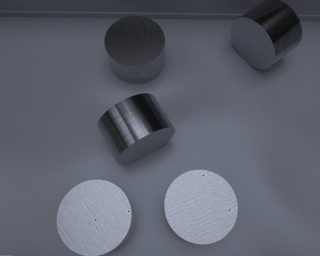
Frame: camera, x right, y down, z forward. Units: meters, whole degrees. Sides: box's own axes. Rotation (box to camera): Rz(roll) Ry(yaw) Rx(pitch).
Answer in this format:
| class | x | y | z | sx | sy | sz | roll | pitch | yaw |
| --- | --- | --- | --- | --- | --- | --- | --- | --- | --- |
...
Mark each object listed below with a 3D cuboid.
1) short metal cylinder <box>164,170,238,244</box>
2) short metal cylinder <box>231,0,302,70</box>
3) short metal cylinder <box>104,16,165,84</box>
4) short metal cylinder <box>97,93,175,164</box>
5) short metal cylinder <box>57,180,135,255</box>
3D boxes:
| class | x | y | z | sx | sy | sz | roll | pitch | yaw |
| --- | --- | --- | --- | --- | --- | --- | --- | --- | --- |
| short metal cylinder | 0.045 | 0.093 | 0.362 | 0.081 | 0.050 | 0.080 | 0 | 70 | 0 |
| short metal cylinder | 0.145 | -0.129 | 0.428 | 0.050 | 0.080 | 0.080 | -37 | 74 | -12 |
| short metal cylinder | -0.034 | -0.109 | 0.436 | 0.081 | 0.050 | 0.080 | 0 | 70 | 0 |
| short metal cylinder | -0.029 | 0.002 | 0.379 | 0.080 | 0.080 | 0.050 | -28 | 73 | -10 |
| short metal cylinder | -0.071 | 0.104 | 0.358 | 0.081 | 0.050 | 0.080 | 0 | 70 | 0 |
